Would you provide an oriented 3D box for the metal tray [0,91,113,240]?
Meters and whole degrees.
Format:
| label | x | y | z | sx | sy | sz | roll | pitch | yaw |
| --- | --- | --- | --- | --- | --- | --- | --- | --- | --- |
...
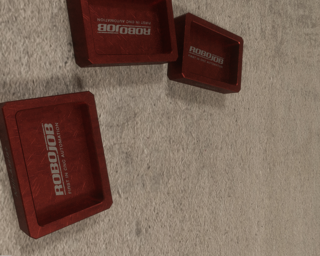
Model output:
| label | x | y | z | sx | sy | sz | roll | pitch | yaw |
| --- | --- | --- | --- | --- | --- | --- | --- | --- | --- |
| metal tray | -0.104 | 0.032 | 0.315 | 0.091 | 0.030 | 0.129 | -15 | 100 | -39 |

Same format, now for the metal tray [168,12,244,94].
| label | x | y | z | sx | sy | sz | roll | pitch | yaw |
| --- | --- | --- | --- | --- | --- | --- | --- | --- | --- |
| metal tray | 0.072 | -0.106 | 0.464 | 0.131 | 0.030 | 0.089 | 7 | 86 | -40 |

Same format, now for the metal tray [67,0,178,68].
| label | x | y | z | sx | sy | sz | roll | pitch | yaw |
| --- | --- | --- | --- | --- | --- | --- | --- | --- | --- |
| metal tray | -0.039 | -0.121 | 0.369 | 0.131 | 0.030 | 0.089 | -12 | 98 | -40 |
